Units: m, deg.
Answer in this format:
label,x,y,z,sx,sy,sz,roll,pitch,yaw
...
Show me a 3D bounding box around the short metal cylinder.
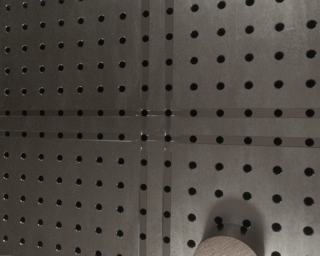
label,x,y,z,sx,sy,sz,roll,pitch,yaw
short metal cylinder,0.082,0.161,0.370,0.080,0.050,0.079,0,90,19
